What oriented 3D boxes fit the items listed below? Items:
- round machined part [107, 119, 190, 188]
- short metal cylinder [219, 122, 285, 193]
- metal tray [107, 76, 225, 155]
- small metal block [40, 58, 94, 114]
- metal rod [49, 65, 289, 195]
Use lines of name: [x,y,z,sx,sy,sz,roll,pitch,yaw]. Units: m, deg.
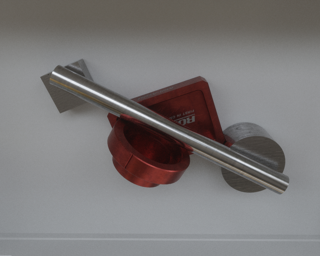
round machined part: [-0.017,0.032,0.369,0.098,0.098,0.042,26,116,-10]
short metal cylinder: [0.117,0.038,0.412,0.081,0.050,0.079,0,110,-1]
metal tray: [0.009,-0.004,0.405,0.131,0.030,0.090,-18,109,6]
small metal block: [-0.111,-0.053,0.388,0.050,0.025,0.050,-21,109,7]
metal rod: [0.014,0.004,0.368,0.301,0.025,0.025,26,108,-3]
